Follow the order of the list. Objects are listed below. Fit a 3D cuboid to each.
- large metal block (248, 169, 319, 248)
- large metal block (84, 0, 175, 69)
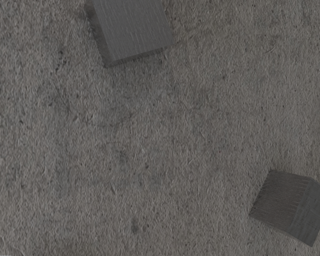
[{"bbox_3d":[0.188,0.112,0.449,0.050,0.080,0.080,33,80,-17],"label":"large metal block"},{"bbox_3d":[-0.039,-0.126,0.381,0.081,0.050,0.080,-21,97,-19],"label":"large metal block"}]
